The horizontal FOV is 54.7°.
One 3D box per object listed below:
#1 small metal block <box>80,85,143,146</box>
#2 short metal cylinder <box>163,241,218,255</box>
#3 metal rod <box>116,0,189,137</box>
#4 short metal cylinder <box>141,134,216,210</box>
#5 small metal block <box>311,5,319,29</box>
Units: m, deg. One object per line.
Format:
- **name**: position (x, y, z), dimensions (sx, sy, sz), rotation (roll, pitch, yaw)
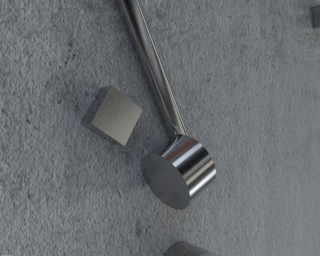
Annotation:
- **small metal block**: position (-0.055, -0.013, 0.360), dimensions (0.050, 0.025, 0.050), rotation (38, 66, -34)
- **short metal cylinder**: position (0.042, 0.204, 0.427), dimensions (0.081, 0.050, 0.079), rotation (0, 90, -40)
- **metal rod**: position (-0.004, -0.065, 0.403), dimensions (0.025, 0.025, 0.298), rotation (-35, 112, -35)
- **short metal cylinder**: position (0.022, 0.055, 0.390), dimensions (0.050, 0.080, 0.080), rotation (-33, 111, -36)
- **small metal block**: position (0.383, -0.264, 0.730), dimensions (0.050, 0.025, 0.050), rotation (-21, 104, -38)
